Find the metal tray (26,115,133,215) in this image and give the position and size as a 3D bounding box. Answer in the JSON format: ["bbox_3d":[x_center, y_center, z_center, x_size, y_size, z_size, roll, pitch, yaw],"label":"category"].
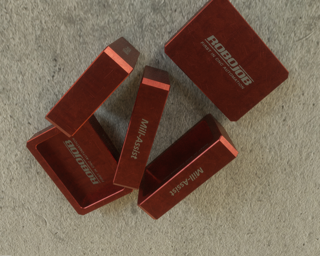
[{"bbox_3d":[-0.104,0.048,0.424,0.090,0.030,0.130,-27,108,9],"label":"metal tray"}]

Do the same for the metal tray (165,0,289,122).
[{"bbox_3d":[0.080,-0.082,0.379,0.090,0.030,0.130,-43,105,13],"label":"metal tray"}]

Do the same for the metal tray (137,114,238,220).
[{"bbox_3d":[0.030,0.046,0.393,0.130,0.090,0.030,-41,105,13],"label":"metal tray"}]

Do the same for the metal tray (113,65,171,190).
[{"bbox_3d":[-0.022,-0.003,0.374,0.030,0.090,0.129,16,109,-6],"label":"metal tray"}]

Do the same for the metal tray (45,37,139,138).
[{"bbox_3d":[-0.066,-0.051,0.335,0.030,0.130,0.090,42,104,-14],"label":"metal tray"}]
